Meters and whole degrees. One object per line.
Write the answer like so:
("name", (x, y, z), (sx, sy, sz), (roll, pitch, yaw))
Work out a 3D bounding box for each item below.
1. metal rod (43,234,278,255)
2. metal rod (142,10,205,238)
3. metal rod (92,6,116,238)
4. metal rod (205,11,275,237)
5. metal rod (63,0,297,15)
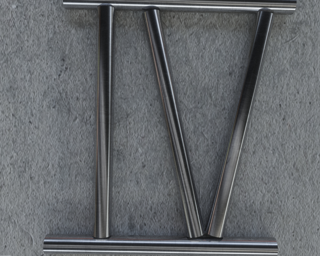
("metal rod", (0.001, 0.155, 0.410), (0.302, 0.025, 0.025), (1, 90, -1))
("metal rod", (0.018, -0.006, 0.410), (0.025, 0.025, 0.298), (-11, 90, 0))
("metal rod", (-0.074, -0.008, 0.409), (0.025, 0.025, 0.298), (1, 90, -1))
("metal rod", (0.106, -0.005, 0.412), (0.025, 0.025, 0.298), (13, 90, -1))
("metal rod", (0.026, -0.167, 0.411), (0.302, 0.025, 0.025), (1, 90, -1))
